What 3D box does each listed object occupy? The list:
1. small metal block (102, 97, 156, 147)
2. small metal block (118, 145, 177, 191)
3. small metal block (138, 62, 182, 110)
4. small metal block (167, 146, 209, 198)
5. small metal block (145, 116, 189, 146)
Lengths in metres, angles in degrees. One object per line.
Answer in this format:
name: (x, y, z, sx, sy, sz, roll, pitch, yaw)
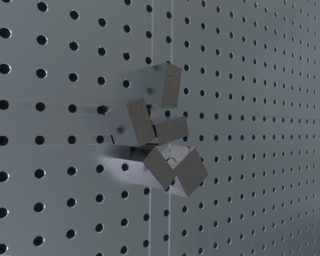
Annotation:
small metal block: (-0.036, -0.007, 0.361, 0.025, 0.050, 0.050, -27, 107, -37)
small metal block: (-0.015, 0.047, 0.379, 0.025, 0.050, 0.050, -51, 120, -28)
small metal block: (-0.001, -0.051, 0.390, 0.025, 0.050, 0.050, 13, 82, -39)
small metal block: (0.036, 0.061, 0.438, 0.050, 0.025, 0.050, -41, 115, -32)
small metal block: (-0.001, 0.003, 0.391, 0.050, 0.050, 0.025, -17, 101, -39)
